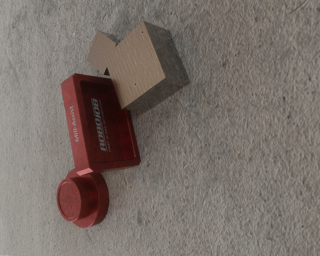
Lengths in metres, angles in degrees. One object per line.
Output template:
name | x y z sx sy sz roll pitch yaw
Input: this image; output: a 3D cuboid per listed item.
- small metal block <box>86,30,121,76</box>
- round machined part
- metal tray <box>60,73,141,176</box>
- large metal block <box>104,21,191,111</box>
small metal block | -0.081 -0.113 0.472 0.050 0.025 0.050 41 115 32
round machined part | -0.131 0.113 0.502 0.098 0.042 0.097 0 90 40
metal tray | -0.080 -0.005 0.428 0.030 0.091 0.129 -21 77 38
large metal block | -0.018 -0.076 0.404 0.080 0.050 0.080 -32 71 35
